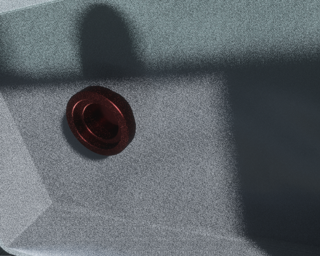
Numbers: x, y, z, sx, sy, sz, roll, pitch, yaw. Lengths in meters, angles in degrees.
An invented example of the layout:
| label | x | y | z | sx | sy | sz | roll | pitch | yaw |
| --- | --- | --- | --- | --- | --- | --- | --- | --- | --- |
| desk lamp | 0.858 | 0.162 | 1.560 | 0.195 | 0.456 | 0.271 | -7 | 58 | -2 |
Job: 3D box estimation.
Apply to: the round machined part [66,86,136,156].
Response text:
| label | x | y | z | sx | sy | sz | roll | pitch | yaw |
| --- | --- | --- | --- | --- | --- | --- | --- | --- | --- |
| round machined part | -0.076 | -0.013 | 0.428 | 0.098 | 0.042 | 0.097 | 13 | 124 | 20 |
